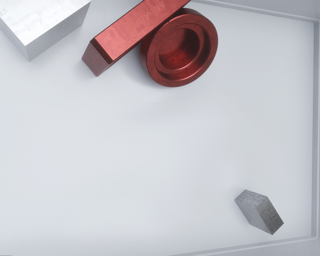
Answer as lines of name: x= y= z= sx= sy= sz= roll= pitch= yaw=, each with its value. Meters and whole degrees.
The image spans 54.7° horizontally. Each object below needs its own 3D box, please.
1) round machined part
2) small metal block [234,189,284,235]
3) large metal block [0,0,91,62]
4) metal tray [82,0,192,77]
round machined part: x=0.020 y=-0.104 z=0.393 sx=0.099 sy=0.042 sz=0.097 roll=-17 pitch=135 yaw=-17
small metal block: x=0.144 y=0.122 z=0.452 sx=0.025 sy=0.050 sz=0.050 roll=-37 pitch=103 yaw=-16
large metal block: x=-0.127 y=-0.122 z=0.334 sx=0.080 sy=0.080 sz=0.050 roll=-42 pitch=104 yaw=-15
metal tray: x=-0.028 y=-0.117 z=0.365 sx=0.130 sy=0.090 sz=0.030 roll=-43 pitch=104 yaw=-15
